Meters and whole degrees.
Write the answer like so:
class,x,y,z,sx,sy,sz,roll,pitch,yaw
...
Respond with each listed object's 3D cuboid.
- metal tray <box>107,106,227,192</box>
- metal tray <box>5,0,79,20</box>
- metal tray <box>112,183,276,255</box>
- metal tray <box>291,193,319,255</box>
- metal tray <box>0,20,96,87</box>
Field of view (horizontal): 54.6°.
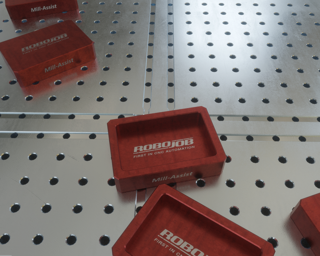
class,x,y,z,sx,sy,sz,roll,pitch,yaw
metal tray,0.005,0.023,0.385,0.131,0.030,0.090,-9,51,-8
metal tray,-0.240,-0.264,0.625,0.131,0.030,0.090,-15,52,-13
metal tray,0.031,0.123,0.301,0.130,0.030,0.090,26,55,20
metal tray,0.219,0.101,0.321,0.131,0.030,0.090,-15,52,-12
metal tray,-0.185,-0.127,0.510,0.131,0.030,0.090,-28,56,-22
